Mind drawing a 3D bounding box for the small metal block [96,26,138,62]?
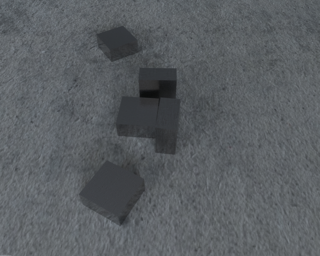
[{"bbox_3d":[-0.072,-0.143,0.522,0.050,0.025,0.050,-26,55,-21],"label":"small metal block"}]

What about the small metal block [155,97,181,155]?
[{"bbox_3d":[0.010,-0.002,0.389,0.025,0.050,0.050,6,50,4],"label":"small metal block"}]

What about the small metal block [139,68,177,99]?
[{"bbox_3d":[-0.003,-0.057,0.435,0.050,0.050,0.025,1,50,0],"label":"small metal block"}]

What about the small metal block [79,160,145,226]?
[{"bbox_3d":[-0.052,0.071,0.343,0.050,0.025,0.050,24,54,18],"label":"small metal block"}]

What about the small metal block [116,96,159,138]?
[{"bbox_3d":[-0.029,-0.015,0.415,0.050,0.025,0.050,4,50,3],"label":"small metal block"}]
